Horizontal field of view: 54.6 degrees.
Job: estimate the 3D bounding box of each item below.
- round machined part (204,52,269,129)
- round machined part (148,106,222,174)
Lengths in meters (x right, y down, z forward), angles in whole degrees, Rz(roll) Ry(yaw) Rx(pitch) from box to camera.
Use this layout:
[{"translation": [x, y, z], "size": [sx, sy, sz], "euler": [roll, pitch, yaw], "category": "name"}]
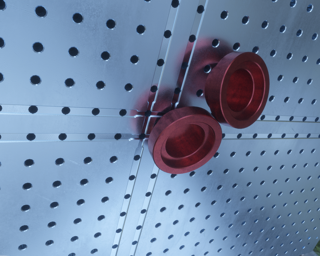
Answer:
[{"translation": [0.097, -0.051, 0.409], "size": [0.099, 0.042, 0.097], "euler": [-11, 108, -36], "category": "round machined part"}, {"translation": [0.030, 0.012, 0.419], "size": [0.099, 0.042, 0.097], "euler": [-12, 128, -16], "category": "round machined part"}]
